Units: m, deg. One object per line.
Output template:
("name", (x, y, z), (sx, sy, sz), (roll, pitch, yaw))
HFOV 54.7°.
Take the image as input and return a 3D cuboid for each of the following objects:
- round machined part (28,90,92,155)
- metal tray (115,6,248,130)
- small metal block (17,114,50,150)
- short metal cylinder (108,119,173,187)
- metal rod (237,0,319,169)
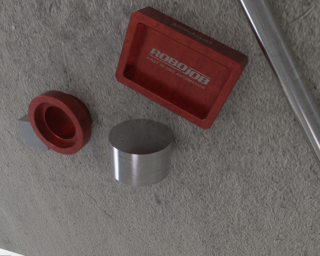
("round machined part", (-0.143, -0.012, 0.464), (0.098, 0.042, 0.097), (13, 124, 21))
("metal tray", (0.020, -0.067, 0.351), (0.130, 0.030, 0.089), (30, 128, 9))
("small metal block", (-0.203, 0.006, 0.518), (0.050, 0.025, 0.050), (8, 122, 24))
("short metal cylinder", (-0.025, 0.030, 0.403), (0.080, 0.080, 0.050), (15, 125, 19))
("metal rod", (0.129, -0.051, 0.307), (0.025, 0.025, 0.299), (-22, 107, 36))
